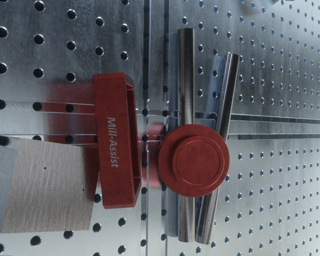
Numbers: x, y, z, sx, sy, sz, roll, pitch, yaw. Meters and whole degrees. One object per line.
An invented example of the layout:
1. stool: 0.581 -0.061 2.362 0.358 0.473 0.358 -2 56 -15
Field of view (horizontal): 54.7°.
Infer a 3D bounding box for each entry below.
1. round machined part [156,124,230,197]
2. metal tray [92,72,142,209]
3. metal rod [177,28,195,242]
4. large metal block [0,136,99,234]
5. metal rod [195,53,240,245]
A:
1. round machined part: 0.046 0.043 0.409 0.099 0.042 0.097 0 90 -8
2. metal tray: -0.043 0.010 0.334 0.030 0.090 0.129 -4 94 1
3. metal rod: 0.038 0.010 0.442 0.025 0.025 0.298 0 90 -40
4. large metal block: -0.110 0.054 0.302 0.081 0.050 0.080 13 82 -40
5. metal rod: 0.092 0.027 0.488 0.025 0.025 0.299 18 79 -39
